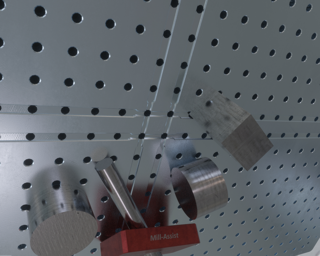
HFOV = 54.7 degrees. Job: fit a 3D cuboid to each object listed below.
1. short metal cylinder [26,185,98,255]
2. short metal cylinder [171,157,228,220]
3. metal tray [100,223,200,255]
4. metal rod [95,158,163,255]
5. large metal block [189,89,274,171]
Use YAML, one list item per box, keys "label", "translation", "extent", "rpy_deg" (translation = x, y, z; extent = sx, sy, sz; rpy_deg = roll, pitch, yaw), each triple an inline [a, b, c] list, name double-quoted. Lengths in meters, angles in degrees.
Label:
- label: "short metal cylinder"
  translation: [-0.127, 0.121, 0.400]
  extent: [0.081, 0.050, 0.079]
  rpy_deg: [-14, 124, -21]
- label: "short metal cylinder"
  translation: [0.057, 0.089, 0.461]
  extent: [0.050, 0.080, 0.079]
  rpy_deg: [-18, 126, -18]
- label: "metal tray"
  translation: [-0.015, 0.179, 0.481]
  extent: [0.131, 0.030, 0.090]
  rpy_deg: [6, 148, -31]
- label: "metal rod"
  translation: [-0.024, 0.168, 0.472]
  extent: [0.025, 0.025, 0.299]
  rpy_deg: [-28, 119, -11]
- label: "large metal block"
  translation: [0.098, 0.002, 0.430]
  extent: [0.050, 0.080, 0.080]
  rpy_deg: [-45, 129, 3]
